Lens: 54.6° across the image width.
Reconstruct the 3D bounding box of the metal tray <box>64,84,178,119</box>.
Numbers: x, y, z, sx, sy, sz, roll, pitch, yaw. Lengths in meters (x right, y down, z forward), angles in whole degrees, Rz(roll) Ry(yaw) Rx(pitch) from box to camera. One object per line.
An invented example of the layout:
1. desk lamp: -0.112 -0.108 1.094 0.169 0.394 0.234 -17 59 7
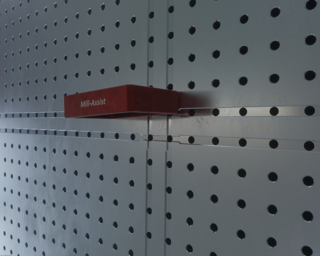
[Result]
1. metal tray: -0.053 -0.031 0.411 0.130 0.091 0.030 -3 88 40
